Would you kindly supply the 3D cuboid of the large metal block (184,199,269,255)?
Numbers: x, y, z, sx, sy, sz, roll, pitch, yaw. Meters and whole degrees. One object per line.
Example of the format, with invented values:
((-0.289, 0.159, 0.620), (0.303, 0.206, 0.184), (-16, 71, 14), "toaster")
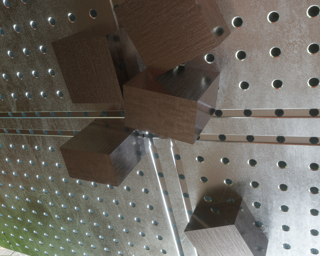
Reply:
((0.095, 0.154, 0.441), (0.080, 0.050, 0.080), (-23, 106, 36), "large metal block")

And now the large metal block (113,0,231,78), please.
((0.014, -0.110, 0.320), (0.080, 0.050, 0.080), (-20, 108, 36), "large metal block")

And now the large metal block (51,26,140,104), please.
((-0.076, -0.078, 0.388), (0.080, 0.050, 0.080), (2, 119, 27), "large metal block")

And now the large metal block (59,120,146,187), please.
((-0.077, 0.032, 0.437), (0.080, 0.080, 0.050), (6, 121, 25), "large metal block")

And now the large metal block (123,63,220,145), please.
((0.015, -0.033, 0.348), (0.080, 0.080, 0.050), (15, 125, 20), "large metal block")
